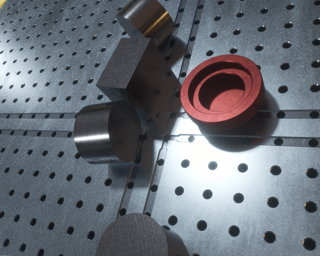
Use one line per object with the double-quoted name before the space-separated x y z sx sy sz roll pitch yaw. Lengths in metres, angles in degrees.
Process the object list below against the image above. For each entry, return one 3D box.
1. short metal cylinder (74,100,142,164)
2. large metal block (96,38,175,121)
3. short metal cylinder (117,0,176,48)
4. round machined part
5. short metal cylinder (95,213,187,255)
"short metal cylinder" -0.065 0.006 0.403 0.050 0.080 0.080 -6 59 25
"large metal block" -0.030 -0.067 0.430 0.050 0.080 0.080 11 67 33
"short metal cylinder" -0.021 -0.163 0.484 0.050 0.080 0.080 -46 51 -3
"round machined part" 0.078 -0.039 0.380 0.098 0.042 0.098 -13 56 21
"short metal cylinder" -0.019 0.134 0.320 0.080 0.050 0.080 -13 57 21
